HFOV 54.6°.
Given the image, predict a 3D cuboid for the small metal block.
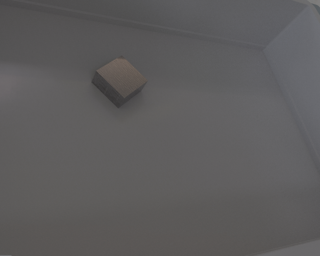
[{"bbox_3d":[-0.053,-0.062,0.414,0.050,0.025,0.050,44,51,2],"label":"small metal block"}]
